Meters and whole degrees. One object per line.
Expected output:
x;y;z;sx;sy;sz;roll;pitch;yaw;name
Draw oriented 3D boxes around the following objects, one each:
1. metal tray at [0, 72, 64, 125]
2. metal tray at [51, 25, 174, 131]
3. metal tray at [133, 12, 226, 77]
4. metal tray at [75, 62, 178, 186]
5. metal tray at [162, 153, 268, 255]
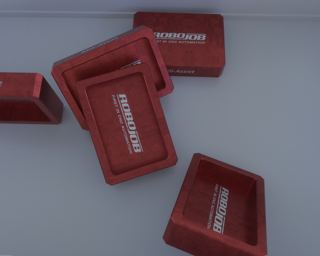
-0.199;-0.035;0.386;0.131;0.090;0.030;1;70;0;metal tray
-0.058;-0.064;0.396;0.131;0.030;0.090;-25;117;-5;metal tray
0.026;-0.122;0.452;0.131;0.030;0.090;2;70;0;metal tray
-0.040;-0.005;0.383;0.091;0.030;0.129;-17;93;-6;metal tray
0.064;0.083;0.333;0.090;0.030;0.130;20;28;7;metal tray
